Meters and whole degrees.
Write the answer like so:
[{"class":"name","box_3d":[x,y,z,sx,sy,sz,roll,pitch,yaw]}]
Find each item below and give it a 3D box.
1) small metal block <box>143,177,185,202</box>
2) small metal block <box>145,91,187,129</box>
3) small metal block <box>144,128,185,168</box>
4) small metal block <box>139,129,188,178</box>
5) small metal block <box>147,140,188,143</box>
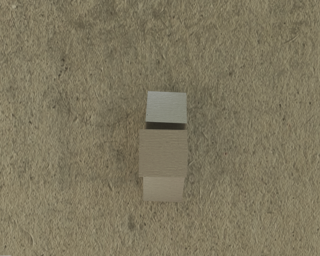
[{"class":"small metal block","box_3d":[0.004,0.069,0.399,0.050,0.025,0.050,2,131,-1]},{"class":"small metal block","box_3d":[0.008,-0.020,0.399,0.050,0.025,0.050,3,54,0]},{"class":"small metal block","box_3d":[0.006,0.026,0.412,0.050,0.025,0.050,2,90,-1]},{"class":"small metal block","box_3d":[0.003,0.027,0.336,0.050,0.025,0.050,1,90,-1]},{"class":"small metal block","box_3d":[0.006,0.027,0.373,0.050,0.050,0.025,2,90,-1]}]
